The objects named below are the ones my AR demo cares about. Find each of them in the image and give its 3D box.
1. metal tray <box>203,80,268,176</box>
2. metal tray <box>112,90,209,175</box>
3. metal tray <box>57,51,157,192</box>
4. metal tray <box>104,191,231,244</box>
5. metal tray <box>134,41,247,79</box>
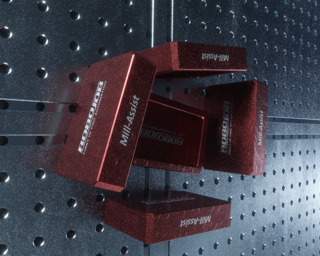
[{"bbox_3d":[0.108,0.000,0.456,0.030,0.090,0.129,6,86,-40],"label":"metal tray"},{"bbox_3d":[0.006,0.009,0.409,0.131,0.030,0.090,14,81,-39],"label":"metal tray"},{"bbox_3d":[-0.057,-0.007,0.318,0.030,0.090,0.130,23,75,-37],"label":"metal tray"},{"bbox_3d":[0.011,0.102,0.376,0.131,0.090,0.030,5,87,-39],"label":"metal tray"},{"bbox_3d":[0.036,-0.083,0.395,0.131,0.090,0.030,-8,96,-39],"label":"metal tray"}]
